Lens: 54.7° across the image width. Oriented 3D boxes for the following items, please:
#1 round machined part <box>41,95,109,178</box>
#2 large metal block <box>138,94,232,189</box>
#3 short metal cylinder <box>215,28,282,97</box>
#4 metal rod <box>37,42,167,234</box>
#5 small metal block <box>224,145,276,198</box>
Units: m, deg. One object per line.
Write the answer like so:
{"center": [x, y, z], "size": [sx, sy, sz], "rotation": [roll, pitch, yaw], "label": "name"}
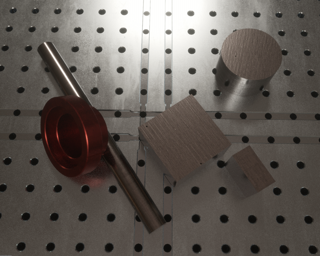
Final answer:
{"center": [-0.101, 0.008, 0.379], "size": [0.042, 0.097, 0.098], "rotation": [-16, 66, -48], "label": "round machined part"}
{"center": [0.029, 0.018, 0.392], "size": [0.080, 0.050, 0.080], "rotation": [-33, 74, -12], "label": "large metal block"}
{"center": [0.121, -0.090, 0.433], "size": [0.081, 0.050, 0.080], "rotation": [0, 70, 0], "label": "short metal cylinder"}
{"center": [-0.084, 0.001, 0.410], "size": [0.025, 0.025, 0.299], "rotation": [-32, 73, -11], "label": "metal rod"}
{"center": [0.108, 0.055, 0.380], "size": [0.025, 0.050, 0.050], "rotation": [-29, 73, -10], "label": "small metal block"}
